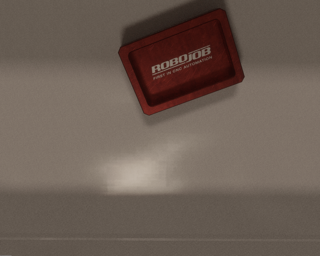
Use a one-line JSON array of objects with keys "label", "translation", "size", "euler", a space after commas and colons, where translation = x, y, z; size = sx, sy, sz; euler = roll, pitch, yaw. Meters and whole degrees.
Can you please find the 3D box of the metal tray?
[{"label": "metal tray", "translation": [0.026, -0.079, 0.379], "size": [0.130, 0.030, 0.090], "euler": [-20, 109, 6]}]
